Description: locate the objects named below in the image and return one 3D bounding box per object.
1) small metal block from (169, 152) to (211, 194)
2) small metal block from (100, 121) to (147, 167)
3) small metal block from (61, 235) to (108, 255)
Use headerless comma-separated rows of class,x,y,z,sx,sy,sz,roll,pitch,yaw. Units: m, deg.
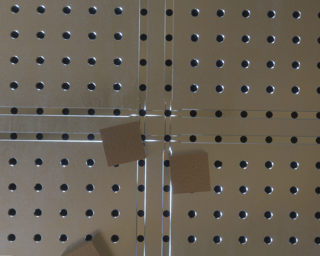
small metal block,0.039,0.059,0.414,0.050,0.025,0.050,-5,90,-1
small metal block,-0.048,0.021,0.413,0.050,0.025,0.050,-13,90,-1
small metal block,-0.098,0.180,0.412,0.050,0.025,0.050,-29,90,-1
